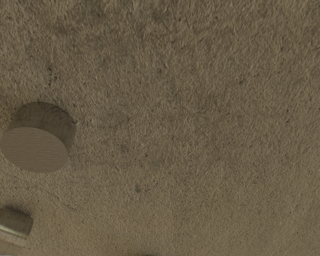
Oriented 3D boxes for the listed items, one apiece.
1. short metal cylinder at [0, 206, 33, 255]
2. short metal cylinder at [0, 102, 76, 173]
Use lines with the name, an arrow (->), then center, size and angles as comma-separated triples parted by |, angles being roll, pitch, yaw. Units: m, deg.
short metal cylinder -> -0.259, 0.180, 0.522 | 0.050, 0.080, 0.080 | 34, 122, -26
short metal cylinder -> -0.154, 0.013, 0.400 | 0.081, 0.050, 0.079 | 0, 130, 0
